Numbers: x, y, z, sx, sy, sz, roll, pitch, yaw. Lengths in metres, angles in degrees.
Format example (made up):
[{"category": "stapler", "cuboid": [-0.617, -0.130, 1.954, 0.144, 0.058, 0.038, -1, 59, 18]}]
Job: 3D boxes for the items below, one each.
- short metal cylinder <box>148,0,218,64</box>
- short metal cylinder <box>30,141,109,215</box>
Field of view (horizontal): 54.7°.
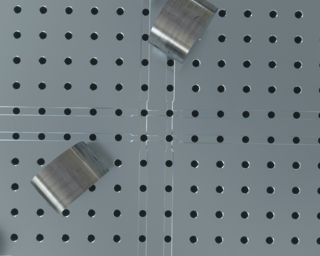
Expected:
[{"category": "short metal cylinder", "cuboid": [0.028, -0.127, 0.386, 0.050, 0.080, 0.080, 33, 90, 0]}, {"category": "short metal cylinder", "cuboid": [-0.111, 0.061, 0.385, 0.080, 0.080, 0.050, -41, 90, 0]}]
